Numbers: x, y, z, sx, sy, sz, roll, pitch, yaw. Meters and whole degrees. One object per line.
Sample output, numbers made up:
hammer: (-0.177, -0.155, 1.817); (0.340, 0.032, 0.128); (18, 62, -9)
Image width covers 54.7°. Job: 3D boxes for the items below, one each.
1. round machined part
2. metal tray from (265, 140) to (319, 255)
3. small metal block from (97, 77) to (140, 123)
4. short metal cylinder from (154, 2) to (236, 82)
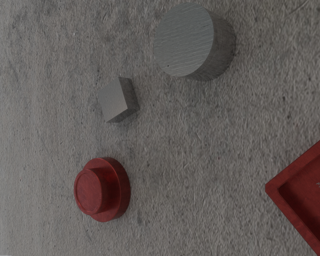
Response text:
round machined part: (-0.094, 0.094, 0.472); (0.098, 0.042, 0.097); (0, 90, 40)
metal tray: (0.167, 0.075, 0.263); (0.090, 0.030, 0.130); (-50, 61, 28)
small metal block: (-0.061, -0.040, 0.456); (0.050, 0.025, 0.050); (-28, 72, 36)
short metal cylinder: (0.040, -0.096, 0.356); (0.080, 0.050, 0.080); (0, 90, 40)
